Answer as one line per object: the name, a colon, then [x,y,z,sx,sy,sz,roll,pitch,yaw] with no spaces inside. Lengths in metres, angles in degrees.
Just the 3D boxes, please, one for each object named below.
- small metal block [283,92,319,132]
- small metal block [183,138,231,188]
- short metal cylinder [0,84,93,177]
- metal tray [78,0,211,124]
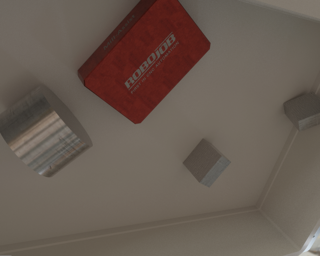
small metal block: [0.237,-0.027,0.500,0.050,0.050,0.025,-22,129,6]
small metal block: [0.069,0.052,0.465,0.025,0.050,0.050,32,101,-39]
short metal cylinder: [-0.114,0.003,0.313,0.050,0.080,0.080,-38,130,-3]
metal tray: [-0.015,-0.078,0.350,0.130,0.030,0.090,-47,130,4]
